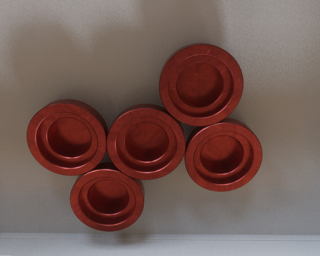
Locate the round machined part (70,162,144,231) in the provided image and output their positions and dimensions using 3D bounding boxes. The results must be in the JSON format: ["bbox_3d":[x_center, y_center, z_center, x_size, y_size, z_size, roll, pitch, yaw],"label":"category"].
[{"bbox_3d":[-0.071,0.091,0.432,0.099,0.042,0.097,0,110,0],"label":"round machined part"}]

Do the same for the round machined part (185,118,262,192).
[{"bbox_3d":[0.081,0.032,0.412,0.099,0.042,0.097,0,110,0],"label":"round machined part"}]

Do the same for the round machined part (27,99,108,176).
[{"bbox_3d":[-0.115,0.009,0.402,0.099,0.042,0.097,0,110,0],"label":"round machined part"}]

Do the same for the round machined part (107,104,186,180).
[{"bbox_3d":[-0.017,0.015,0.404,0.099,0.042,0.097,0,110,0],"label":"round machined part"}]

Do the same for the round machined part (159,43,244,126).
[{"bbox_3d":[0.048,-0.055,0.380,0.099,0.042,0.097,0,110,0],"label":"round machined part"}]
